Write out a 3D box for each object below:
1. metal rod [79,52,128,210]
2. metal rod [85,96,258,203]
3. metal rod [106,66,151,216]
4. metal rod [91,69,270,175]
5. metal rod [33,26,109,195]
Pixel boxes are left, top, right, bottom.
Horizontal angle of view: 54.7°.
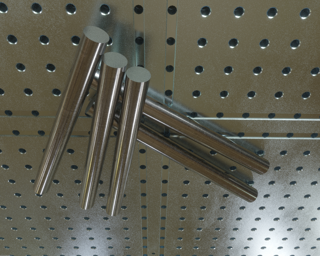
[{"bbox_3d":[-0.083,0.029,0.409,0.025,0.025,0.298,12,137,-10],"label":"metal rod"},{"bbox_3d":[0.032,0.040,0.446,0.301,0.025,0.025,31,124,-24],"label":"metal rod"},{"bbox_3d":[-0.051,0.043,0.420,0.025,0.025,0.298,8,138,-8],"label":"metal rod"},{"bbox_3d":[0.029,-0.005,0.408,0.301,0.025,0.025,27,125,-22],"label":"metal rod"},{"bbox_3d":[-0.124,0.003,0.390,0.025,0.025,0.298,20,134,-17],"label":"metal rod"}]
